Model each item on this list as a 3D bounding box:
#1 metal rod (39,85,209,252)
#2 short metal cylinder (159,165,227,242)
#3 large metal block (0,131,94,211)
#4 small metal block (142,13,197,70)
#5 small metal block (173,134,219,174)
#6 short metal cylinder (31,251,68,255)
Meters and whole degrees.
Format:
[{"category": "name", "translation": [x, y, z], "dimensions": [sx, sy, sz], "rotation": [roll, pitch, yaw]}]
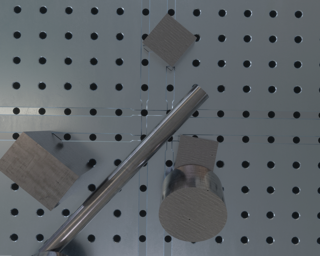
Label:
[{"category": "metal rod", "translation": [-0.047, 0.059, 0.412], "dimensions": [0.025, 0.025, 0.300], "rotation": [44, 90, 0]}, {"category": "short metal cylinder", "translation": [0.040, 0.094, 0.387], "dimensions": [0.080, 0.050, 0.079], "rotation": [1, 113, 4]}, {"category": "large metal block", "translation": [-0.137, 0.048, 0.385], "dimensions": [0.080, 0.080, 0.050], "rotation": [39, 90, 0]}, {"category": "small metal block", "translation": [0.012, -0.114, 0.413], "dimensions": [0.050, 0.025, 0.050], "rotation": [40, 90, 0]}, {"category": "small metal block", "translation": [0.047, 0.038, 0.414], "dimensions": [0.050, 0.025, 0.050], "rotation": [11, 90, 0]}, {"category": "short metal cylinder", "translation": [-0.142, 0.204, 0.387], "dimensions": [0.081, 0.050, 0.079], "rotation": [-1, 112, -3]}]
